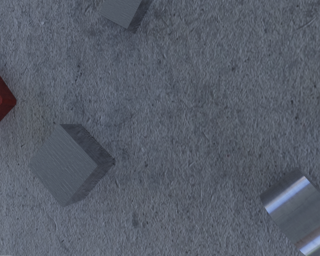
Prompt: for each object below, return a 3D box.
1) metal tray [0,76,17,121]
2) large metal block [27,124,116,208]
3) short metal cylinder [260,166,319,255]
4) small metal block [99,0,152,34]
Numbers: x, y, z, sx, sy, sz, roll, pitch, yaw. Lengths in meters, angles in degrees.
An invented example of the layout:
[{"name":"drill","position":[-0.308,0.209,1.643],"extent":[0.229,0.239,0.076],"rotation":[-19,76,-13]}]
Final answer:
[{"name":"metal tray","position":[-0.310,-0.035,0.515],"extent":[0.130,0.030,0.090],"rotation":[-41,77,15]},{"name":"large metal block","position":[-0.125,0.051,0.440],"extent":[0.080,0.050,0.080],"rotation":[44,104,14]},{"name":"short metal cylinder","position":[0.153,0.087,0.326],"extent":[0.050,0.080,0.080],"rotation":[-44,77,15]},{"name":"small metal block","position":[-0.048,-0.166,0.426],"extent":[0.050,0.025,0.050],"rotation":[32,100,17]}]
